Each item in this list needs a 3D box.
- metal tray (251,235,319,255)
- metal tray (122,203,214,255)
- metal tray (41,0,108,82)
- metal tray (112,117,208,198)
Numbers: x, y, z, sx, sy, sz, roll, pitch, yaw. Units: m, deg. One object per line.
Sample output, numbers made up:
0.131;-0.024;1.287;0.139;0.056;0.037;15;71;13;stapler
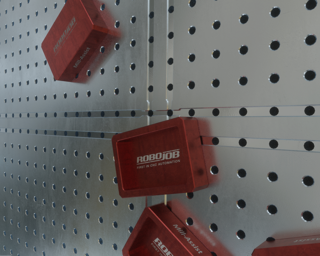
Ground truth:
0.158;0.144;0.276;0.130;0.030;0.090;-24;75;37;metal tray
0.015;0.172;0.394;0.130;0.030;0.089;40;114;32;metal tray
-0.151;-0.153;0.532;0.129;0.030;0.090;-43;64;31;metal tray
-0.006;0.042;0.411;0.130;0.030;0.090;-15;81;39;metal tray
